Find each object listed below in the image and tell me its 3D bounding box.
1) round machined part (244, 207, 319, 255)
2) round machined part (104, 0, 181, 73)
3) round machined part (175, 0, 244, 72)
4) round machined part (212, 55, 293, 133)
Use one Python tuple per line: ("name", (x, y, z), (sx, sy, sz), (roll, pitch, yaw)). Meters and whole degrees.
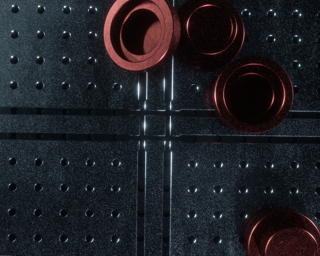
("round machined part", (0.165, 0.158, 0.407), (0.099, 0.042, 0.097), (0, 90, -1))
("round machined part", (-0.019, -0.119, 0.392), (0.098, 0.042, 0.097), (2, 95, 26))
("round machined part", (0.062, -0.125, 0.406), (0.099, 0.042, 0.097), (0, 90, -1))
("round machined part", (0.117, -0.042, 0.406), (0.099, 0.042, 0.097), (0, 90, -1))
